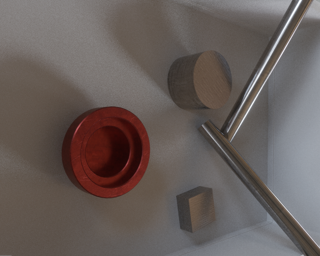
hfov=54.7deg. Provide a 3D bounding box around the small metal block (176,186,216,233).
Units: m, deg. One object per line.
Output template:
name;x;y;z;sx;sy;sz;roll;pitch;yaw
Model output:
small metal block;0.053;0.118;0.454;0.050;0.025;0.050;-12;98;-40

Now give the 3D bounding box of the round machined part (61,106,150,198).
round machined part;-0.062;0.025;0.345;0.099;0.042;0.097;0;90;-40

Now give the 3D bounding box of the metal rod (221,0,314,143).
metal rod;0.156;-0.096;0.447;0.025;0.025;0.298;11;113;-40

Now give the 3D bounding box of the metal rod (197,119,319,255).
metal rod;0.161;0.109;0.449;0.025;0.025;0.300;-35;81;-35

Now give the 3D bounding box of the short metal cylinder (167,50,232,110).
short metal cylinder;0.057;-0.066;0.441;0.081;0.050;0.079;0;90;-40
